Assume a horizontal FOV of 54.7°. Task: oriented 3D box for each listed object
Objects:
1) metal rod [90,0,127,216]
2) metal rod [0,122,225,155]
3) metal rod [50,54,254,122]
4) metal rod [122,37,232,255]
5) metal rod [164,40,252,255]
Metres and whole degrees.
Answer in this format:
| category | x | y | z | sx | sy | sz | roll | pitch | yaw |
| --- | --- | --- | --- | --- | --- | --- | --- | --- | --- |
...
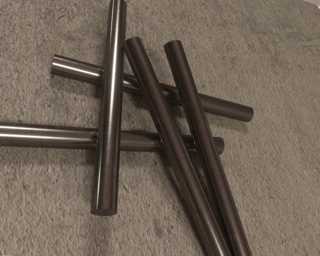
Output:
| category | x | y | z | sx | sy | sz | roll | pitch | yaw |
| --- | --- | --- | --- | --- | --- | --- | --- | --- | --- |
| metal rod | -0.057 | -0.048 | 0.370 | 0.025 | 0.025 | 0.299 | 12 | 57 | -22 |
| metal rod | -0.052 | 0.015 | 0.367 | 0.302 | 0.025 | 0.025 | 5 | 60 | -26 |
| metal rod | 0.005 | -0.050 | 0.438 | 0.302 | 0.025 | 0.025 | 12 | 57 | -22 |
| metal rod | 0.020 | 0.028 | 0.369 | 0.025 | 0.025 | 0.299 | -16 | 79 | -35 |
| metal rod | 0.058 | 0.027 | 0.390 | 0.025 | 0.025 | 0.299 | -9 | 75 | -32 |
